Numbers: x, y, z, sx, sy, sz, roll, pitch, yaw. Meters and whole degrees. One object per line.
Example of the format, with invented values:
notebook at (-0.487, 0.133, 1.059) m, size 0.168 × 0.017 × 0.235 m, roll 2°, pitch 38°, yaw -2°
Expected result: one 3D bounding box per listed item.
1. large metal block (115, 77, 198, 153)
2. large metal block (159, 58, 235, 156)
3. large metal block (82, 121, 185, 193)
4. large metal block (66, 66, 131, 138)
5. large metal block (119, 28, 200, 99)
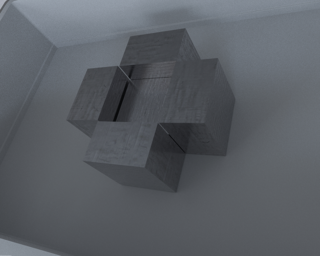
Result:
large metal block at (-0.004, -0.017, 0.399) m, size 0.080 × 0.050 × 0.080 m, roll 1°, pitch 62°, yaw 28°
large metal block at (0.047, -0.022, 0.358) m, size 0.050 × 0.080 × 0.080 m, roll 1°, pitch 62°, yaw 29°
large metal block at (-0.027, 0.034, 0.362) m, size 0.080 × 0.080 × 0.050 m, roll 2°, pitch 63°, yaw 29°
large metal block at (-0.069, -0.026, 0.422) m, size 0.050 × 0.080 × 0.080 m, roll 1°, pitch 62°, yaw 29°
large metal block at (0.006, -0.081, 0.415) m, size 0.080 × 0.080 × 0.050 m, roll 1°, pitch 62°, yaw 28°
